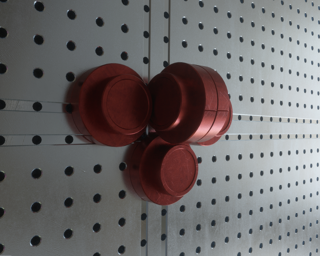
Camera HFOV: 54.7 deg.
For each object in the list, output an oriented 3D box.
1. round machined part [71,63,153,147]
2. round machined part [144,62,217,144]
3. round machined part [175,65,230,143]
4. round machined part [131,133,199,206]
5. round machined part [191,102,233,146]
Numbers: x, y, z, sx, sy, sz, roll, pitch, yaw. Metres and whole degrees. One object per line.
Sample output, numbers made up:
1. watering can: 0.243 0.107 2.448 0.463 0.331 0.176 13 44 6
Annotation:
1. round machined part: -0.048 -0.026 0.359 0.099 0.042 0.097 0 90 -40
2. round machined part: 0.017 -0.030 0.369 0.042 0.098 0.097 2 89 -40
3. round machined part: 0.050 -0.030 0.398 0.042 0.098 0.097 -1 91 -40
4. round machined part: 0.013 0.054 0.411 0.099 0.042 0.097 0 90 -40
5. round machined part: 0.070 -0.022 0.459 0.099 0.042 0.097 0 90 -40
